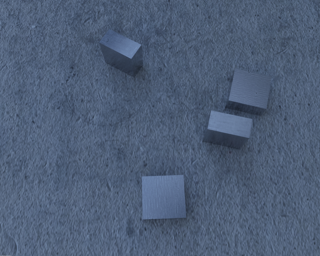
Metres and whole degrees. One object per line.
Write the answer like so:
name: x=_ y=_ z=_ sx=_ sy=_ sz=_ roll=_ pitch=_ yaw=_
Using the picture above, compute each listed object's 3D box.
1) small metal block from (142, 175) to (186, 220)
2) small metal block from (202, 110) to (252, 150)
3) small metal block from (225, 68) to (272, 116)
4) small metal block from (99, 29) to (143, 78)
small metal block: x=0.004 y=0.085 z=0.377 sx=0.050 sy=0.025 sz=0.050 roll=-2 pitch=70 yaw=-1
small metal block: x=0.084 y=0.004 z=0.394 sx=0.050 sy=0.050 sz=0.025 roll=12 pitch=71 yaw=4
small metal block: x=0.121 y=-0.049 z=0.427 sx=0.050 sy=0.025 sz=0.050 roll=14 pitch=71 yaw=5
small metal block: x=-0.052 y=-0.103 z=0.432 sx=0.050 sy=0.050 sz=0.025 roll=28 pitch=73 yaw=10
